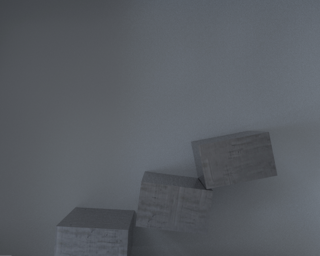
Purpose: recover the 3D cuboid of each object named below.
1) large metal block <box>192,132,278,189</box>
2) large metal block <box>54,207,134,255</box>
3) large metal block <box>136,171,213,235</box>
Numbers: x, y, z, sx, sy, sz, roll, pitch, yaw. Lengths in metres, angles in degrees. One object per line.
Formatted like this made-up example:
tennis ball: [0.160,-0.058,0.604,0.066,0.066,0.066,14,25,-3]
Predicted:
large metal block: [0.087,0.036,0.384,0.080,0.080,0.050,-11,90,0]
large metal block: [-0.077,0.136,0.383,0.080,0.080,0.050,3,90,0]
large metal block: [0.016,0.089,0.384,0.080,0.080,0.050,7,90,0]
